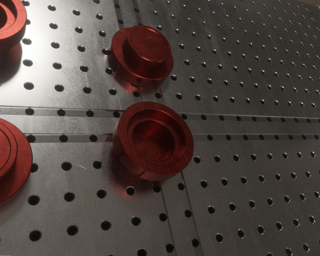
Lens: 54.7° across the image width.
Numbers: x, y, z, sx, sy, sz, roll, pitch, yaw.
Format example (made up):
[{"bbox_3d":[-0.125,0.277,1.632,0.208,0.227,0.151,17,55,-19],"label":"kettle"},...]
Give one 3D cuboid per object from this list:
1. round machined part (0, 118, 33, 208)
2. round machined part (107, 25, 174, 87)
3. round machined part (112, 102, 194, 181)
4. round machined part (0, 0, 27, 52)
[{"bbox_3d":[-0.171,0.028,0.288,0.099,0.042,0.098,14,56,-21],"label":"round machined part"},{"bbox_3d":[-0.023,-0.111,0.454,0.099,0.042,0.098,14,56,-21],"label":"round machined part"},{"bbox_3d":[-0.011,0.019,0.381,0.099,0.042,0.098,14,56,-21],"label":"round machined part"},{"bbox_3d":[-0.210,-0.125,0.360,0.099,0.042,0.098,14,56,-21],"label":"round machined part"}]
